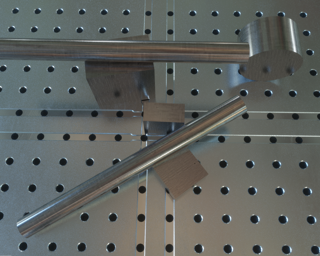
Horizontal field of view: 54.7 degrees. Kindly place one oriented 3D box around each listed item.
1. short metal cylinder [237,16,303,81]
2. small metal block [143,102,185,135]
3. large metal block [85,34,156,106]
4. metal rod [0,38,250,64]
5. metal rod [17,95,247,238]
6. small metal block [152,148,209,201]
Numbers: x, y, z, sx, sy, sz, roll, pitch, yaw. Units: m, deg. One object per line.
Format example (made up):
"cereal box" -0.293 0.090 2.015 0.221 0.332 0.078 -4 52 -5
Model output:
"short metal cylinder" 0.148 -0.105 0.422 0.080 0.080 0.050 1 70 0
"small metal block" 0.005 -0.011 0.402 0.050 0.050 0.025 2 70 1
"large metal block" -0.050 -0.073 0.409 0.081 0.080 0.050 -9 71 -3
"metal rod" -0.051 -0.089 0.358 0.302 0.025 0.025 1 70 0
"metal rod" -0.031 0.045 0.374 0.301 0.025 0.025 -30 73 -3
"small metal block" 0.024 0.055 0.392 0.050 0.025 0.050 -34 74 -12
